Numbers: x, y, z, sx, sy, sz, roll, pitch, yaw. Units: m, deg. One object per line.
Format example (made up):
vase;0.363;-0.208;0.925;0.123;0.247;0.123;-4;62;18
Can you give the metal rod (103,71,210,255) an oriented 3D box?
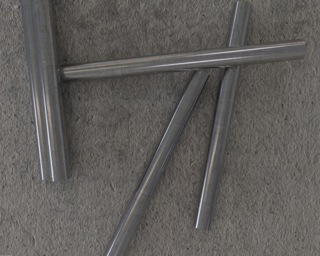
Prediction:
metal rod;-0.010;0.061;0.409;0.025;0.025;0.299;26;90;0

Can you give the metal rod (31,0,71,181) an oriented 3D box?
metal rod;-0.141;-0.084;0.391;0.025;0.025;0.298;-6;90;0

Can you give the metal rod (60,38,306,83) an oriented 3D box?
metal rod;0.023;-0.084;0.392;0.302;0.025;0.025;-5;90;6

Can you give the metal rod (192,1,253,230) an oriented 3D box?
metal rod;0.083;-0.016;0.410;0.025;0.025;0.298;10;90;0

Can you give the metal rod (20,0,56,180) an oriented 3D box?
metal rod;-0.161;-0.082;0.408;0.025;0.025;0.298;-6;90;0
